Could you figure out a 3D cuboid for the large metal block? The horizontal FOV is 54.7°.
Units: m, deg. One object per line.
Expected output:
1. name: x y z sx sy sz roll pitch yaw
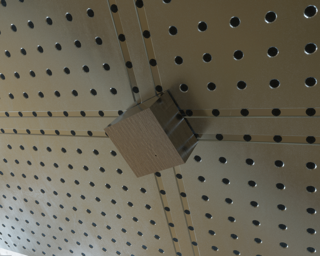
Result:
1. large metal block: -0.011 0.010 0.402 0.080 0.050 0.080 -23 107 36
